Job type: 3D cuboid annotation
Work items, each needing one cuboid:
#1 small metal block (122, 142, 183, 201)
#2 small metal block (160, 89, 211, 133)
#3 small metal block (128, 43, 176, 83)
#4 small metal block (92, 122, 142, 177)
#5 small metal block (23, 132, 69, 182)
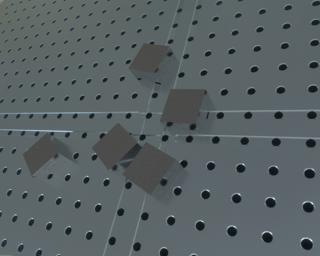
[{"bbox_3d":[-0.009,0.053,0.379,0.050,0.025,0.050,28,77,37],"label":"small metal block"},{"bbox_3d":[0.034,-0.023,0.404,0.050,0.025,0.050,5,64,30],"label":"small metal block"},{"bbox_3d":[-0.012,-0.100,0.474,0.050,0.025,0.050,17,71,34],"label":"small metal block"},{"bbox_3d":[-0.056,0.029,0.418,0.050,0.025,0.050,-44,51,-3],"label":"small metal block"},{"bbox_3d":[-0.174,0.044,0.470,0.050,0.025,0.050,-42,51,-1],"label":"small metal block"}]
